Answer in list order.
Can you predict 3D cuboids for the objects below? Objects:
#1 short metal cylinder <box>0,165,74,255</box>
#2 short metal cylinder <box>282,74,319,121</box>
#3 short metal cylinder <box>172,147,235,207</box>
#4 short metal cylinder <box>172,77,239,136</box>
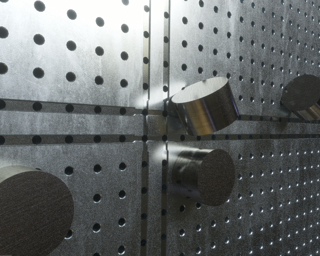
[{"bbox_3d":[-0.128,0.077,0.286,0.081,0.050,0.079,0,90,-40],"label":"short metal cylinder"},{"bbox_3d":[0.298,-0.061,0.627,0.050,0.080,0.080,27,73,-37],"label":"short metal cylinder"},{"bbox_3d":[0.064,0.069,0.449,0.081,0.050,0.079,0,91,-40],"label":"short metal cylinder"},{"bbox_3d":[0.063,-0.031,0.428,0.080,0.080,0.050,-37,113,-34],"label":"short metal cylinder"}]
